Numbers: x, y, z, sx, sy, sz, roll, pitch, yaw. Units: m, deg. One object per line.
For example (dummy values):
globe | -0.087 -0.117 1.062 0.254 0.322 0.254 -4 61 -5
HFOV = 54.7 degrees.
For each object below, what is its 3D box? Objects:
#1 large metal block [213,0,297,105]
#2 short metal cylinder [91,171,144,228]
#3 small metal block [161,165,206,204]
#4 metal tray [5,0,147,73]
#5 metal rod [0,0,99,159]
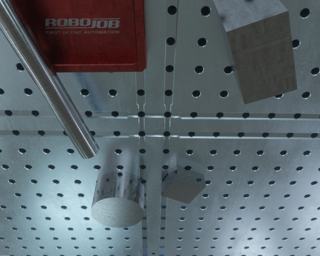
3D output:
large metal block | 0.093 -0.084 0.306 0.050 0.080 0.080 -16 129 13
short metal cylinder | -0.065 0.114 0.492 0.081 0.050 0.079 -1 130 0
small metal block | 0.036 0.090 0.489 0.050 0.025 0.050 22 127 -18
metal tray | -0.080 -0.104 0.318 0.131 0.030 0.089 -1 130 0
metal rod | -0.130 -0.079 0.302 0.025 0.025 0.299 -13 129 10
